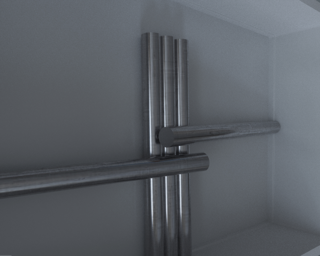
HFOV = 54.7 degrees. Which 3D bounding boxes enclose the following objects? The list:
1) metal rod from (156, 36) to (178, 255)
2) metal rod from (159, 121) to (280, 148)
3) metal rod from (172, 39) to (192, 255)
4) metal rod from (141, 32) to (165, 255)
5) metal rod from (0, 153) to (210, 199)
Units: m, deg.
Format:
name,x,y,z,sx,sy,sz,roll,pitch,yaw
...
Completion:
name,x,y,z,sx,sy,sz,roll,pitch,yaw
metal rod,0.010,0.029,0.415,0.025,0.025,0.298,-2,91,-40
metal rod,0.112,0.005,0.479,0.302,0.025,0.025,-3,92,-46
metal rod,0.030,0.028,0.432,0.025,0.025,0.298,-2,91,-40
metal rod,-0.009,0.030,0.399,0.025,0.025,0.298,-2,91,-40
metal rod,-0.067,0.049,0.329,0.303,0.025,0.025,-2,91,-34
